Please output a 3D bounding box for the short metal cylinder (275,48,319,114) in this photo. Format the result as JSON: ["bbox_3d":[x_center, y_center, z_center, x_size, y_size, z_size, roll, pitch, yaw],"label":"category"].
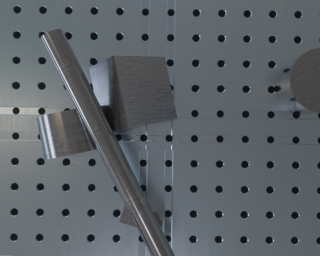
[{"bbox_3d":[0.198,-0.058,0.403,0.081,0.050,0.079,0,90,0],"label":"short metal cylinder"}]

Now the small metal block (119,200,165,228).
[{"bbox_3d":[-0.022,0.110,0.401,0.050,0.050,0.025,18,90,0],"label":"small metal block"}]

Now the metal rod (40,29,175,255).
[{"bbox_3d":[-0.053,0.033,0.350,0.025,0.025,0.299,-25,97,0],"label":"metal rod"}]

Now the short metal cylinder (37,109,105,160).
[{"bbox_3d":[-0.106,0.006,0.385,0.080,0.080,0.050,-12,90,0],"label":"short metal cylinder"}]

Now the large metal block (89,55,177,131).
[{"bbox_3d":[-0.031,-0.042,0.380,0.081,0.050,0.080,-12,90,-45],"label":"large metal block"}]
